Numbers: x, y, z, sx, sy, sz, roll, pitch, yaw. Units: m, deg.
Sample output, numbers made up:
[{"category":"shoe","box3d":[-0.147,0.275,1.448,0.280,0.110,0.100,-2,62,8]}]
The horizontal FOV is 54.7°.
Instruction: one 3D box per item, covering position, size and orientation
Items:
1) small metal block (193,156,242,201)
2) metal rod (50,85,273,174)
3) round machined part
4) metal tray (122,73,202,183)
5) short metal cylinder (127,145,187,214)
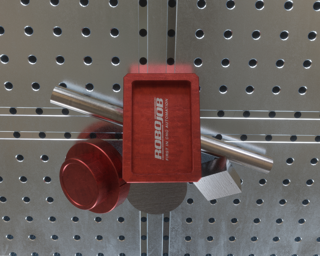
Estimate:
[{"category":"small metal block","box3d":[0.078,0.070,0.424,0.050,0.025,0.050,-21,126,24]},{"category":"metal rod","box3d":[0.008,0.005,0.411,0.302,0.025,0.025,18,109,-7]},{"category":"round machined part","box3d":[-0.090,0.066,0.399,0.098,0.042,0.097,9,107,31]},{"category":"metal tray","box3d":[0.002,0.000,0.375,0.091,0.030,0.129,0,81,-1]},{"category":"short metal cylinder","box3d":[-0.005,0.069,0.421,0.081,0.050,0.079,0,110,0]}]
